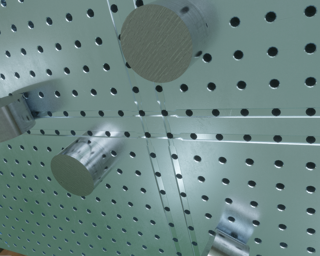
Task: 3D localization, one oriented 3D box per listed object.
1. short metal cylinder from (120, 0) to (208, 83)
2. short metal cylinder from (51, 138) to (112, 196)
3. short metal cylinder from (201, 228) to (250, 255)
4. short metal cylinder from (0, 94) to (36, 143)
[{"bbox_3d":[0.005,-0.095,0.332,0.080,0.050,0.079,13,124,20],"label":"short metal cylinder"},{"bbox_3d":[-0.126,0.062,0.498,0.080,0.050,0.079,13,124,20],"label":"short metal cylinder"},{"bbox_3d":[0.088,0.195,0.449,0.050,0.080,0.079,27,128,11],"label":"short metal cylinder"},{"bbox_3d":[-0.248,-0.016,0.494,0.080,0.080,0.050,-2,117,29],"label":"short metal cylinder"}]
